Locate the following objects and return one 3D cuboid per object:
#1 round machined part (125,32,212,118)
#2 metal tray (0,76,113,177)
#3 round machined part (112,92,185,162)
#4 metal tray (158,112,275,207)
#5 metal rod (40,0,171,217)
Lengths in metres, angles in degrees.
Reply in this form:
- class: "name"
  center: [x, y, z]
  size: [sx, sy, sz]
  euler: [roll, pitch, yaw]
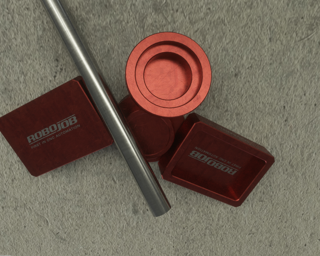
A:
- class: "round machined part"
  center: [0.008, -0.060, 0.368]
  size: [0.099, 0.042, 0.097]
  euler: [0, 88, -7]
- class: "metal tray"
  center: [-0.130, 0.000, 0.395]
  size: [0.130, 0.030, 0.090]
  euler: [-23, 106, 17]
- class: "round machined part"
  center: [-0.016, 0.001, 0.403]
  size: [0.099, 0.042, 0.097]
  euler: [0, 110, 0]
- class: "metal tray"
  center: [0.075, 0.046, 0.414]
  size: [0.131, 0.030, 0.090]
  euler: [25, 108, -20]
- class: "metal rod"
  center: [-0.065, -0.032, 0.363]
  size: [0.025, 0.025, 0.299]
  euler: [-26, 95, 9]
